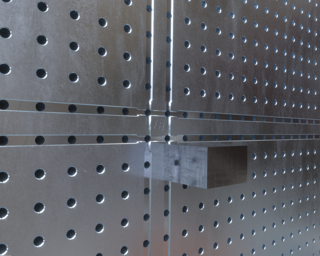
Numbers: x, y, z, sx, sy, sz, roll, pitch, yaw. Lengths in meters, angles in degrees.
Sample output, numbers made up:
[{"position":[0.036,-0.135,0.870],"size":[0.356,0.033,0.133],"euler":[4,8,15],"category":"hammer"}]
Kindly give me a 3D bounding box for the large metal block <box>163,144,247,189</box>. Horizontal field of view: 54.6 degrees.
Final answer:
[{"position":[0.061,0.048,0.424],"size":[0.081,0.080,0.050],"euler":[1,90,-40],"category":"large metal block"}]
